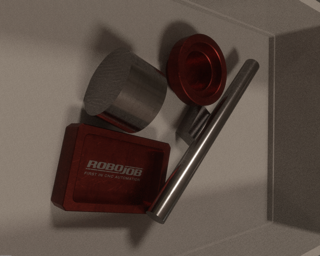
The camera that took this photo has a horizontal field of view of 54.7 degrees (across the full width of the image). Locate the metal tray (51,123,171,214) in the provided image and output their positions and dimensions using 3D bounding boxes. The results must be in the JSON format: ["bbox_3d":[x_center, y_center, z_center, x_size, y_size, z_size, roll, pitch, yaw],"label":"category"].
[{"bbox_3d":[-0.050,0.051,0.362,0.131,0.030,0.090,16,80,-39],"label":"metal tray"}]

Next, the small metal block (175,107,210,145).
[{"bbox_3d":[0.057,0.001,0.457,0.050,0.025,0.050,45,63,-31],"label":"small metal block"}]

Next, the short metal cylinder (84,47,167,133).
[{"bbox_3d":[-0.038,-0.040,0.340,0.050,0.080,0.080,28,72,-37],"label":"short metal cylinder"}]

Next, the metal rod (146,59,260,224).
[{"bbox_3d":[0.073,0.001,0.436,0.025,0.025,0.301,54,56,-27],"label":"metal rod"}]

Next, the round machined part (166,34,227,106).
[{"bbox_3d":[0.047,-0.079,0.437,0.099,0.042,0.097,0,90,-40],"label":"round machined part"}]
